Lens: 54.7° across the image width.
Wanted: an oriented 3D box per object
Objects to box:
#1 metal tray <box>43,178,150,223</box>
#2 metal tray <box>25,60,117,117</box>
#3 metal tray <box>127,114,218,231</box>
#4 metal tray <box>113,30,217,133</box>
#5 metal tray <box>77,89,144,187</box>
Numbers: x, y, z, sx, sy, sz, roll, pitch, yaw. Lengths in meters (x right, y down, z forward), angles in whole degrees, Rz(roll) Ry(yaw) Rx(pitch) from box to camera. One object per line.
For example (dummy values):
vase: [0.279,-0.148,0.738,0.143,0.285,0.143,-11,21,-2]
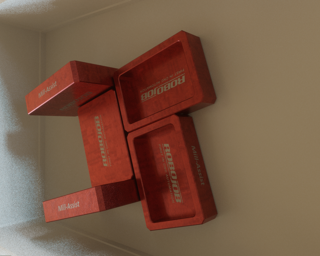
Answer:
metal tray: [-0.089,0.100,0.431,0.130,0.091,0.030,-22,77,37]
metal tray: [-0.127,-0.053,0.461,0.130,0.091,0.030,-23,76,37]
metal tray: [0.011,0.057,0.390,0.090,0.030,0.129,-22,76,37]
metal tray: [0.000,-0.054,0.399,0.130,0.030,0.090,-22,77,37]
metal tray: [-0.073,0.018,0.458,0.090,0.030,0.129,-22,76,37]
